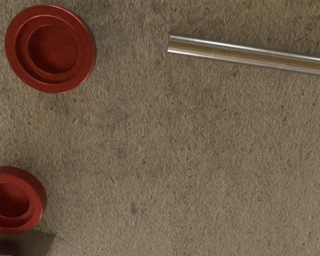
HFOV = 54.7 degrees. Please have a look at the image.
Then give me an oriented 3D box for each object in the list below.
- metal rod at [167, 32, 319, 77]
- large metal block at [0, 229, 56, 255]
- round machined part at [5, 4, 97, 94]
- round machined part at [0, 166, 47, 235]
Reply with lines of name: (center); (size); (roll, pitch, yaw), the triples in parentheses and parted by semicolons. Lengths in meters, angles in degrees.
metal rod: (0.160, -0.082, 0.381); (0.302, 0.025, 0.025); (8, 110, -4)
large metal block: (-0.209, 0.191, 0.448); (0.080, 0.080, 0.050); (18, 109, -7)
round machined part: (-0.124, -0.093, 0.365); (0.099, 0.042, 0.097); (0, 110, -1)
round machined part: (-0.207, 0.096, 0.433); (0.099, 0.042, 0.097); (0, 110, -1)
